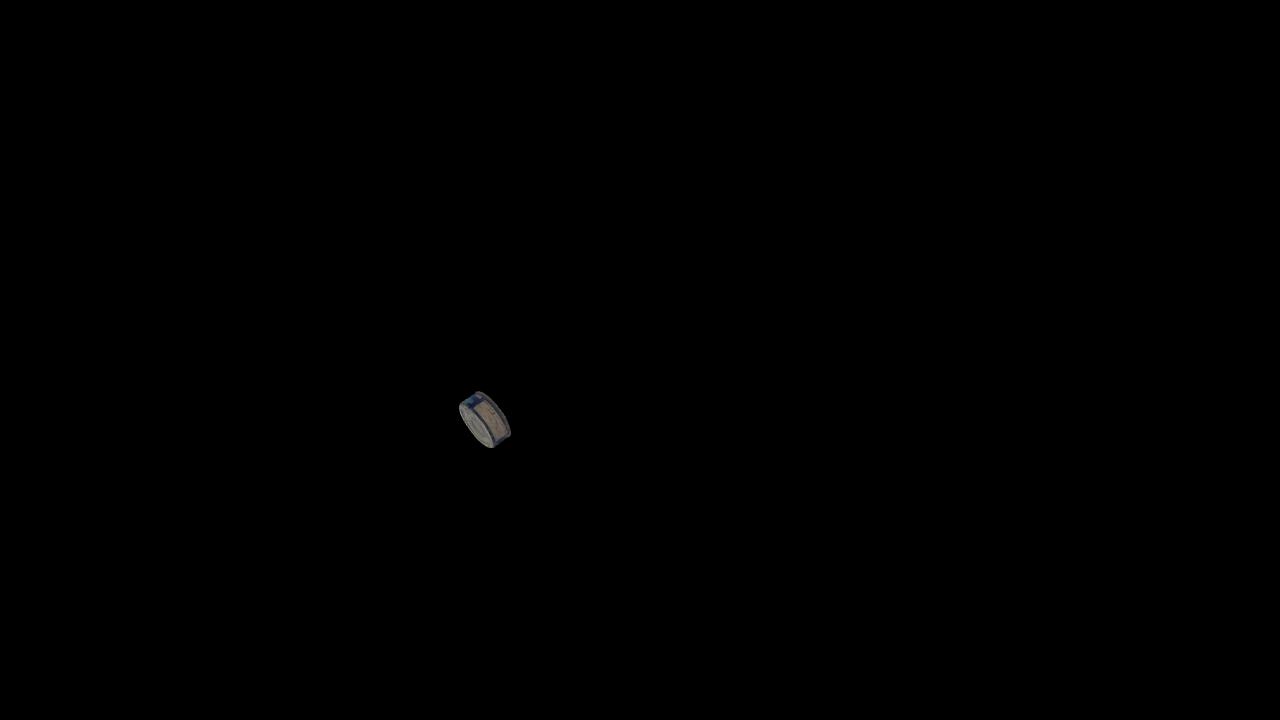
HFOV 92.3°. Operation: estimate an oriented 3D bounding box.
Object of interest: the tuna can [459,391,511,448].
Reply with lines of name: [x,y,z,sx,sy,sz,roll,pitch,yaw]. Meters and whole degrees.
tuna can: [-0.232,0.090,0.917,0.034,0.084,0.084,-38,21,-30]
